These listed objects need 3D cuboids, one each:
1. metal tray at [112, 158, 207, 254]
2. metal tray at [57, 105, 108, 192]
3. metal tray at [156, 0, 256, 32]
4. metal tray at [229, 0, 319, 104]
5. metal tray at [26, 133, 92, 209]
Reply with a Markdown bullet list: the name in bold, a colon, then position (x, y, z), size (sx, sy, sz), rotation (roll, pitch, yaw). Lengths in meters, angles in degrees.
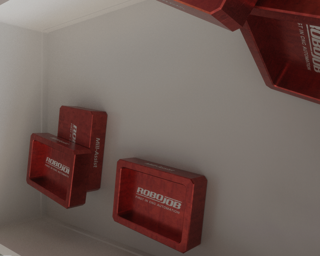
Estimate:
- **metal tray**: position (-0.005, 0.095, 0.407), size (0.130, 0.030, 0.089), rotation (9, 96, 39)
- **metal tray**: position (-0.134, 0.032, 0.514), size (0.090, 0.030, 0.129), rotation (11, 97, 39)
- **metal tray**: position (0.023, -0.134, 0.220), size (0.130, 0.030, 0.090), rotation (39, 107, 37)
- **metal tray**: position (0.117, -0.060, 0.240), size (0.090, 0.130, 0.030), rotation (28, 85, 36)
- **metal tray**: position (-0.167, 0.064, 0.501), size (0.130, 0.030, 0.089), rotation (15, 99, 39)
